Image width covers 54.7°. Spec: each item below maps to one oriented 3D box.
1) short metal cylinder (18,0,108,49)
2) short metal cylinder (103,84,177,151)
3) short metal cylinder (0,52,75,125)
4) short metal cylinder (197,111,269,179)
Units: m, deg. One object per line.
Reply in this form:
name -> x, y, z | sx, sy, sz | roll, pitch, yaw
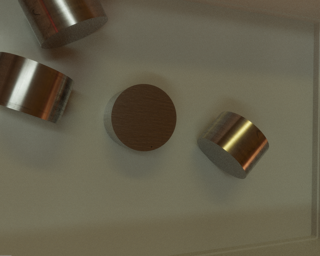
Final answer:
short metal cylinder -> -0.105, -0.128, 0.343 | 0.081, 0.080, 0.050 | -28, 100, -18
short metal cylinder -> -0.026, -0.012, 0.388 | 0.081, 0.050, 0.079 | 0, 90, -21
short metal cylinder -> -0.139, -0.040, 0.330 | 0.080, 0.080, 0.050 | 20, 83, -19
short metal cylinder -> 0.098, 0.023, 0.419 | 0.080, 0.080, 0.050 | 47, 75, -15
